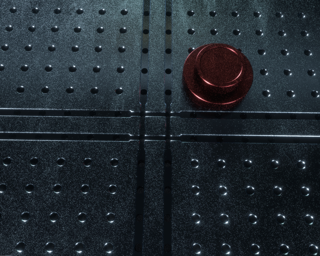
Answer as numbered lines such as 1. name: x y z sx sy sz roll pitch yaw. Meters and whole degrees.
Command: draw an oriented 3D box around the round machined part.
1. round machined part: 0.082 -0.078 0.432 0.099 0.042 0.098 0 70 -1
